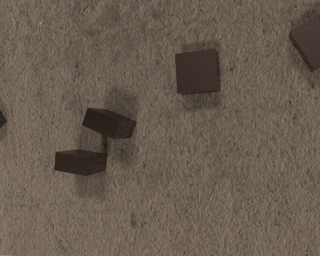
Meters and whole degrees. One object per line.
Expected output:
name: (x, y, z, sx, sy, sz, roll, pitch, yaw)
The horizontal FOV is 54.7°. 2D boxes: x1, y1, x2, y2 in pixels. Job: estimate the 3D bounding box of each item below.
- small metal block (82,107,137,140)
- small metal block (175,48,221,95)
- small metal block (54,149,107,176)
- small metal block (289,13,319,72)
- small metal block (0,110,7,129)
small metal block: (-0.067, -0.006, 0.418, 0.050, 0.050, 0.025, 22, 98, 18)
small metal block: (0.048, -0.070, 0.392, 0.050, 0.025, 0.050, -4, 89, 19)
small metal block: (-0.110, 0.047, 0.433, 0.050, 0.050, 0.025, 7, 93, 19)
small metal block: (0.181, -0.098, 0.345, 0.050, 0.025, 0.050, -31, 80, 17)
small metal block: (-0.288, -0.015, 0.508, 0.050, 0.025, 0.050, -40, 78, 15)
